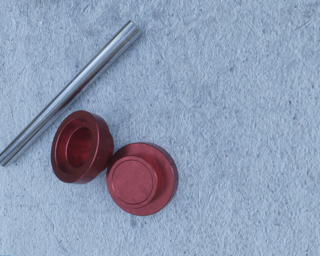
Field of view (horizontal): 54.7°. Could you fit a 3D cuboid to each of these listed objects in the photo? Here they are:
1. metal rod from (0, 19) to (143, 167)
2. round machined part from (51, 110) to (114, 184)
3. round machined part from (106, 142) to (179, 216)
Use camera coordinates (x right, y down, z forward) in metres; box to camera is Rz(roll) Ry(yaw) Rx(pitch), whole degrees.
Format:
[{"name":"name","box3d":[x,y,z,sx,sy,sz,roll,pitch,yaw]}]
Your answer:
[{"name":"metal rod","box3d":[-0.141,-0.043,0.456,0.299,0.025,0.025,-41,77,15]},{"name":"round machined part","box3d":[-0.101,0.028,0.422,0.098,0.042,0.098,-12,69,35]},{"name":"round machined part","box3d":[-0.028,0.068,0.409,0.098,0.042,0.097,0,90,19]}]
